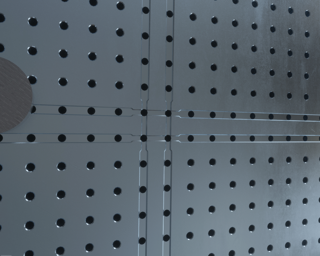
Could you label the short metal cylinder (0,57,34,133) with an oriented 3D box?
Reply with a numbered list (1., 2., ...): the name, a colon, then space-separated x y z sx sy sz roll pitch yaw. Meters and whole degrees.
1. short metal cylinder: -0.180 -0.033 0.333 0.081 0.050 0.079 0 90 -20
